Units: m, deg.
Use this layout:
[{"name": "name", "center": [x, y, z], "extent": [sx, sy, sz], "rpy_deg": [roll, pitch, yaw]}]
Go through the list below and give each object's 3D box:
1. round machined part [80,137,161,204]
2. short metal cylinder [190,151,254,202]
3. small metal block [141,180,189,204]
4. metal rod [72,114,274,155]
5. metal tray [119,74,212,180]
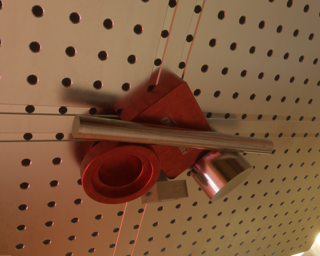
[{"name": "round machined part", "center": [-0.052, 0.048, 0.396], "extent": [0.099, 0.042, 0.097], "rpy_deg": [-11, 128, -15]}, {"name": "short metal cylinder", "center": [0.093, 0.067, 0.470], "extent": [0.080, 0.050, 0.080], "rpy_deg": [-30, 154, -17]}, {"name": "small metal block", "center": [0.006, 0.095, 0.457], "extent": [0.050, 0.025, 0.050], "rpy_deg": [2, 161, -31]}, {"name": "metal rod", "center": [0.040, 0.014, 0.402], "extent": [0.302, 0.025, 0.025], "rpy_deg": [7, 115, -32]}, {"name": "metal tray", "center": [0.017, 0.003, 0.422], "extent": [0.090, 0.030, 0.130], "rpy_deg": [-37, 130, -4]}]
